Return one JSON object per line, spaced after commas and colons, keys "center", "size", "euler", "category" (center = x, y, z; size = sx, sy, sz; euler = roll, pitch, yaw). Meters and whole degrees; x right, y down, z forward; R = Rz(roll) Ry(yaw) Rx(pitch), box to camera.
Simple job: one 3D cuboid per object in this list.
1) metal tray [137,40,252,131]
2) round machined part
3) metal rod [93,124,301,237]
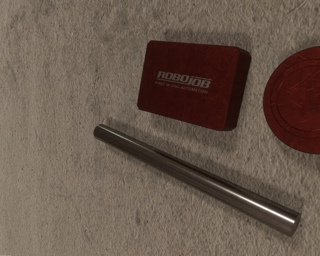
{"center": [0.035, -0.054, 0.372], "size": [0.130, 0.030, 0.089], "euler": [17, 101, 38], "category": "metal tray"}
{"center": [0.140, -0.025, 0.278], "size": [0.098, 0.042, 0.097], "euler": [0, 90, 39], "category": "round machined part"}
{"center": [0.019, 0.049, 0.387], "size": [0.300, 0.025, 0.025], "euler": [22, 104, 37], "category": "metal rod"}
